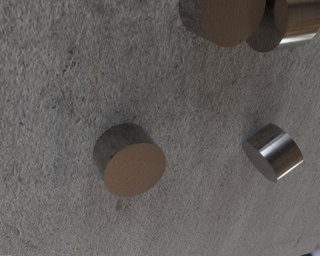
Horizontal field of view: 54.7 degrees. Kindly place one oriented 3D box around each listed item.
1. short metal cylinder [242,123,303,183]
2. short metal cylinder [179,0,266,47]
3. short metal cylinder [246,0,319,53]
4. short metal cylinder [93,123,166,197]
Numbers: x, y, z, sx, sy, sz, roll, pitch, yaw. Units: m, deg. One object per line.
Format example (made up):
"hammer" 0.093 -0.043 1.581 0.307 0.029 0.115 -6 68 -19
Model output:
"short metal cylinder" 0.177 0.039 0.492 0.050 0.080 0.080 -36 129 -5
"short metal cylinder" 0.068 -0.136 0.343 0.081 0.050 0.079 -14 124 -21
"short metal cylinder" 0.140 -0.133 0.365 0.050 0.080 0.079 -14 125 -21
"short metal cylinder" -0.039 0.040 0.394 0.081 0.050 0.079 -14 124 -21
